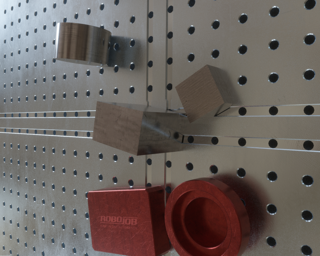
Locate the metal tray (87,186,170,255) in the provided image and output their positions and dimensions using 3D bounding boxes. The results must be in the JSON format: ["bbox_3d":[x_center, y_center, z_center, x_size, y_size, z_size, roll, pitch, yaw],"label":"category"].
[{"bbox_3d":[-0.050,0.133,0.447,0.130,0.030,0.090,-12,83,39],"label":"metal tray"}]

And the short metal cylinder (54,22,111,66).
[{"bbox_3d":[-0.117,-0.125,0.470,0.080,0.081,0.050,12,98,39],"label":"short metal cylinder"}]

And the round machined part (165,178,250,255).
[{"bbox_3d":[0.056,0.105,0.352,0.098,0.042,0.097,0,90,40],"label":"round machined part"}]

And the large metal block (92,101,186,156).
[{"bbox_3d":[-0.026,-0.002,0.395,0.080,0.081,0.050,14,99,39],"label":"large metal block"}]

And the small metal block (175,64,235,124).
[{"bbox_3d":[0.052,-0.039,0.366,0.050,0.025,0.050,-33,70,35],"label":"small metal block"}]
